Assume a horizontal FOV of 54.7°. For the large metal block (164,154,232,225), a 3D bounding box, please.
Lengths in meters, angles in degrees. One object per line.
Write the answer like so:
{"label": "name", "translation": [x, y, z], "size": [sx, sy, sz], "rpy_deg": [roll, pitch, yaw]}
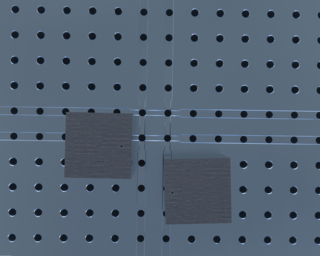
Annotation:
{"label": "large metal block", "translation": [0.046, 0.077, 0.402], "size": [0.081, 0.050, 0.079], "rpy_deg": [-1, 90, -1]}

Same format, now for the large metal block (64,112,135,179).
{"label": "large metal block", "translation": [-0.075, 0.021, 0.400], "size": [0.081, 0.050, 0.079], "rpy_deg": [1, 90, -1]}
